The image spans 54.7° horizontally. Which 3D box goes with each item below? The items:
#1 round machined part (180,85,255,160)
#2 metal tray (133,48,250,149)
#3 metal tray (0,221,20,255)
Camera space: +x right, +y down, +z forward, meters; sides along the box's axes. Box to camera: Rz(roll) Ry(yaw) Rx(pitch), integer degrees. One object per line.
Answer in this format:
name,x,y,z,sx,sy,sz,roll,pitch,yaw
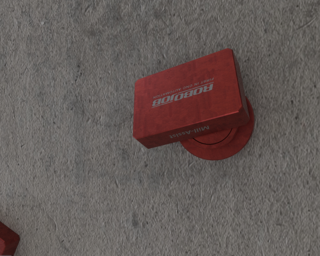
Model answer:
round machined part,0.063,-0.009,0.377,0.098,0.042,0.097,0,90,20
metal tray,0.032,-0.034,0.369,0.130,0.030,0.090,-15,56,22
metal tray,-0.294,0.215,0.510,0.090,0.030,0.129,27,99,18
